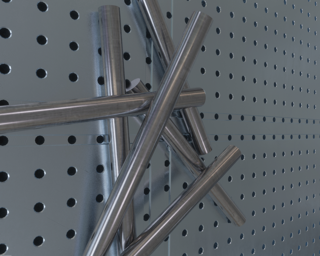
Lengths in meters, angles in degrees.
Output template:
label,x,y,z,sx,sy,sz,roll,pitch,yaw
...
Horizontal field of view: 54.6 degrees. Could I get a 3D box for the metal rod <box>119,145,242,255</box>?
label,x,y,z,sx,sy,sz,roll,pitch,yaw
metal rod,0.012,0.113,0.384,0.302,0.025,0.025,-38,113,-33

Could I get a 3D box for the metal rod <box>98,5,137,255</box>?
label,x,y,z,sx,sy,sz,roll,pitch,yaw
metal rod,-0.049,0.011,0.367,0.025,0.025,0.298,-7,94,-40

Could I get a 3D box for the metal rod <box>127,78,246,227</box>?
label,x,y,z,sx,sy,sz,roll,pitch,yaw
metal rod,0.049,0.051,0.448,0.300,0.025,0.025,51,60,-28

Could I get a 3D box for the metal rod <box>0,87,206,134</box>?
label,x,y,z,sx,sy,sz,roll,pitch,yaw
metal rod,-0.076,-0.018,0.318,0.302,0.025,0.025,-10,96,-32

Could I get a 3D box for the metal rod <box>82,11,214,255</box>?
label,x,y,z,sx,sy,sz,roll,pitch,yaw
metal rod,-0.016,0.016,0.339,0.025,0.025,0.299,23,93,-38

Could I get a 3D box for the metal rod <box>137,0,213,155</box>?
label,x,y,z,sx,sy,sz,roll,pitch,yaw
metal rod,0.011,-0.097,0.417,0.025,0.025,0.299,-36,112,-34
